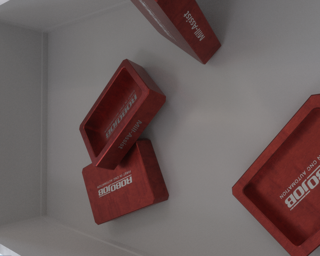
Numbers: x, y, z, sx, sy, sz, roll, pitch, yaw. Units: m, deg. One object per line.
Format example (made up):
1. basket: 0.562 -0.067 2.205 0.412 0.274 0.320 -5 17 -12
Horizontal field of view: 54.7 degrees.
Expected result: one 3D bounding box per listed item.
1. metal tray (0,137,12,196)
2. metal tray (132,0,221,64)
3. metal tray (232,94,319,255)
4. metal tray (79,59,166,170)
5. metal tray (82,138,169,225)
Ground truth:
1. metal tray: -0.398 0.087 0.735 0.090 0.030 0.129 34 111 35
2. metal tray: 0.007 -0.127 0.331 0.030 0.130 0.090 -50 59 6
3. metal tray: 0.140 0.045 0.287 0.090 0.030 0.129 47 118 29
4. metal tray: -0.056 -0.018 0.424 0.129 0.030 0.090 -52 44 18
5. metal tray: -0.055 0.080 0.450 0.130 0.030 0.090 -30 71 36
